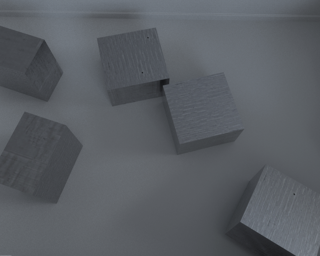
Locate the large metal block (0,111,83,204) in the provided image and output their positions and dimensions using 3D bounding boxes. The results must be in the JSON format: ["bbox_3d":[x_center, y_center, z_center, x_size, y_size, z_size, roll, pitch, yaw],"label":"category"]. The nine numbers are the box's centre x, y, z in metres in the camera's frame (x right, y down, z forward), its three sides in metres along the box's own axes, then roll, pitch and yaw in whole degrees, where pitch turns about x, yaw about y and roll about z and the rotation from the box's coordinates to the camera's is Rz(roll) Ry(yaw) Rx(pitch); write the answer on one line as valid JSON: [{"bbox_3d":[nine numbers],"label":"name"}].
[{"bbox_3d":[-0.139,0.038,0.365,0.050,0.080,0.080,18,71,6],"label":"large metal block"}]

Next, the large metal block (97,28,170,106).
[{"bbox_3d":[-0.036,-0.083,0.426,0.081,0.050,0.080,-12,71,-5],"label":"large metal block"}]

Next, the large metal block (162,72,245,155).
[{"bbox_3d":[0.052,-0.018,0.404,0.081,0.050,0.080,-13,71,-5],"label":"large metal block"}]

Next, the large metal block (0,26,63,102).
[{"bbox_3d":[-0.187,-0.084,0.409,0.080,0.080,0.050,18,71,6],"label":"large metal block"}]

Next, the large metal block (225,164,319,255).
[{"bbox_3d":[0.133,0.102,0.351,0.080,0.050,0.080,30,57,10],"label":"large metal block"}]
